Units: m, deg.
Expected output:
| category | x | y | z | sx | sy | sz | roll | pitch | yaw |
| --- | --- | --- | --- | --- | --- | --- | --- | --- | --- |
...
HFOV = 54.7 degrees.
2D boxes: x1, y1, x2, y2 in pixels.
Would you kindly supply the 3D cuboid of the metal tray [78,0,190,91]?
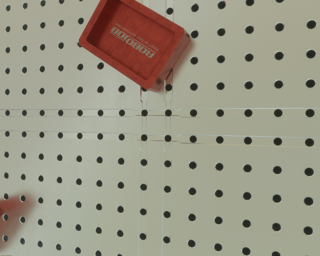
| category | x | y | z | sx | sy | sz | roll | pitch | yaw |
| --- | --- | --- | --- | --- | --- | --- | --- | --- | --- |
| metal tray | -0.037 | -0.120 | 0.421 | 0.130 | 0.030 | 0.090 | 35 | 101 | 16 |
